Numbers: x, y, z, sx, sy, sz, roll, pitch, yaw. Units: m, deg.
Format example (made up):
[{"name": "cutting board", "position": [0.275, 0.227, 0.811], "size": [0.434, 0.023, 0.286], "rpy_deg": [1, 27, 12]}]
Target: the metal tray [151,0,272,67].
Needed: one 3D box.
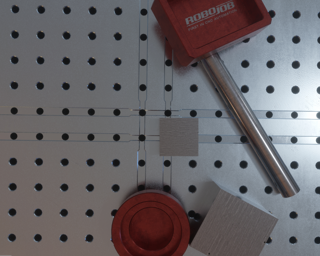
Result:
[{"name": "metal tray", "position": [0.066, -0.144, 0.392], "size": [0.131, 0.030, 0.090], "rpy_deg": [-28, 89, -18]}]

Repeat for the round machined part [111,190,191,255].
[{"name": "round machined part", "position": [-0.011, 0.129, 0.404], "size": [0.099, 0.042, 0.097], "rpy_deg": [0, 89, 1]}]

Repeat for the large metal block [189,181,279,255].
[{"name": "large metal block", "position": [0.090, 0.127, 0.402], "size": [0.080, 0.050, 0.080], "rpy_deg": [28, 90, -1]}]

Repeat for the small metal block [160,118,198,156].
[{"name": "small metal block", "position": [0.025, 0.012, 0.414], "size": [0.050, 0.025, 0.050], "rpy_deg": [0, 90, -1]}]

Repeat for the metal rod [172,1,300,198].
[{"name": "metal rod", "position": [0.098, -0.041, 0.414], "size": [0.025, 0.025, 0.299], "rpy_deg": [-31, 90, 0]}]
